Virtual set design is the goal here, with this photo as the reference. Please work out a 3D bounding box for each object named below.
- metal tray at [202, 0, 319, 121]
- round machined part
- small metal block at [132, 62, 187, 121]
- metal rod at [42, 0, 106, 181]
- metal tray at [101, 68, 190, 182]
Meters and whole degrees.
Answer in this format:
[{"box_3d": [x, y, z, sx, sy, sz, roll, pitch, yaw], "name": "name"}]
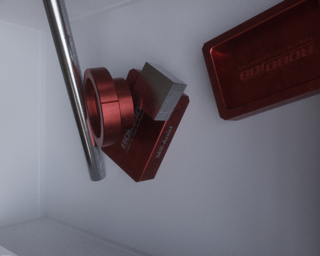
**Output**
[{"box_3d": [0.112, -0.068, 0.309, 0.130, 0.030, 0.090, -21, 77, 37], "name": "metal tray"}, {"box_3d": [-0.063, -0.028, 0.388, 0.098, 0.042, 0.097, 169, 90, -68], "name": "round machined part"}, {"box_3d": [-0.004, -0.043, 0.368, 0.050, 0.025, 0.050, 42, 115, 31], "name": "small metal block"}, {"box_3d": [-0.115, -0.056, 0.421, 0.025, 0.025, 0.298, 16, 125, 38], "name": "metal rod"}, {"box_3d": [-0.025, -0.004, 0.422, 0.090, 0.030, 0.129, 36, 112, 33], "name": "metal tray"}]
